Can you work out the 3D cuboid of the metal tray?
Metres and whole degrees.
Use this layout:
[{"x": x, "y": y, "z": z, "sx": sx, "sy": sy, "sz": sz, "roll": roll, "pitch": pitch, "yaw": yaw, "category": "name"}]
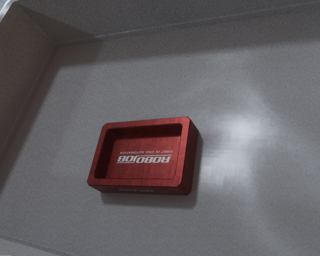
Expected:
[{"x": -0.022, "y": 0.036, "z": 0.392, "sx": 0.130, "sy": 0.030, "sz": 0.090, "roll": -4, "pitch": 60, "yaw": 26, "category": "metal tray"}]
